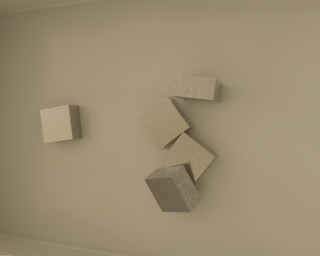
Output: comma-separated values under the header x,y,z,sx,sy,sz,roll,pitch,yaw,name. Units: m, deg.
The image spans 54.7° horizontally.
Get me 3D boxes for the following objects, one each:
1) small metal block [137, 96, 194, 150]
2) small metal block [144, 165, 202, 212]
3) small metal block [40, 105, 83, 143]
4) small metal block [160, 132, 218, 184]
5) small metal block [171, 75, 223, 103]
x,y,z,sx,sy,sz,roll,pitch,yaw,name
0.008,-0.006,0.407,0.050,0.025,0.050,-38,78,15,small metal block
0.016,0.077,0.386,0.050,0.025,0.050,-16,106,47,small metal block
-0.147,-0.005,0.461,0.050,0.025,0.050,-9,87,19,small metal block
0.038,0.039,0.397,0.050,0.025,0.050,39,102,15,small metal block
0.047,-0.047,0.380,0.050,0.050,0.025,8,93,19,small metal block
